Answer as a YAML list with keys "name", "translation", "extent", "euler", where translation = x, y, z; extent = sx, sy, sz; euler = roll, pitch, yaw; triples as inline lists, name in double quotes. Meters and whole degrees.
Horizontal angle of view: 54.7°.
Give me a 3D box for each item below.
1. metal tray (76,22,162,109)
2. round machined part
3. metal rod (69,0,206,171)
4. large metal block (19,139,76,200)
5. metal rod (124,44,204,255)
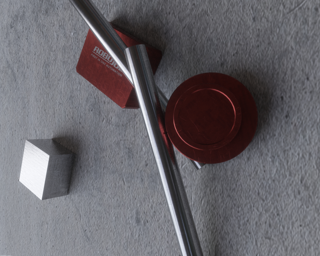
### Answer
- name: "metal tray"
  translation: [-0.065, -0.096, 0.453]
  extent: [0.130, 0.030, 0.089]
  euler: [38, 113, 33]
- name: "round machined part"
  translation: [0.052, -0.011, 0.328]
  extent: [0.098, 0.042, 0.097]
  euler: [-1, 88, 16]
- name: "metal rod"
  translation: [-0.035, -0.075, 0.391]
  extent: [0.025, 0.025, 0.299]
  euler: [-44, 77, 31]
- name: "large metal block"
  translation: [-0.202, 0.070, 0.551]
  extent: [0.080, 0.050, 0.079]
  euler: [22, 104, 37]
- name: "metal rod"
  translation: [0.011, 0.053, 0.357]
  extent: [0.025, 0.025, 0.298]
  euler: [-14, 92, 39]
